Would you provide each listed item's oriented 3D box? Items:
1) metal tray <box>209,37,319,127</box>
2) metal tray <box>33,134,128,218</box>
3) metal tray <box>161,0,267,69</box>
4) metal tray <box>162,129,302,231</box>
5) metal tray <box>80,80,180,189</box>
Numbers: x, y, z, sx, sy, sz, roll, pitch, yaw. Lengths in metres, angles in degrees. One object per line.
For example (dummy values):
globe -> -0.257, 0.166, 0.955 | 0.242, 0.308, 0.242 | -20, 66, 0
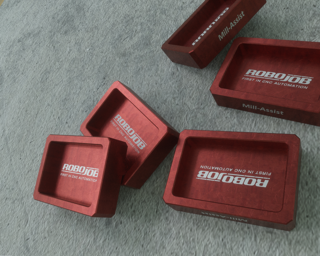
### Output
metal tray -> 0.136, -0.060, 0.365 | 0.130, 0.030, 0.090 | 16, 70, 34
metal tray -> -0.104, 0.056, 0.393 | 0.130, 0.030, 0.090 | 1, 76, 39
metal tray -> 0.071, -0.143, 0.432 | 0.130, 0.030, 0.090 | -47, 31, -5
metal tray -> 0.076, 0.050, 0.329 | 0.130, 0.030, 0.090 | 3, 63, 29
metal tray -> -0.045, 0.005, 0.409 | 0.090, 0.030, 0.130 | -51, 51, 6
